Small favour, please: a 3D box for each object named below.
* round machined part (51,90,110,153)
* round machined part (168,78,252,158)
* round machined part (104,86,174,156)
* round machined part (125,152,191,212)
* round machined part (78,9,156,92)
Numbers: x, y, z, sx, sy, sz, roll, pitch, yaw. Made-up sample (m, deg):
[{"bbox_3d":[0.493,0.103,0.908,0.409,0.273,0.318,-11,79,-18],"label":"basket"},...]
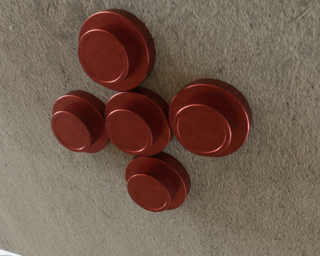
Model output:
[{"bbox_3d":[-0.119,-0.003,0.456,0.098,0.042,0.097,13,124,20],"label":"round machined part"},{"bbox_3d":[0.054,-0.005,0.365,0.098,0.042,0.097,13,124,20],"label":"round machined part"},{"bbox_3d":[-0.032,-0.003,0.411,0.098,0.042,0.097,13,124,20],"label":"round machined part"},{"bbox_3d":[-0.008,0.083,0.451,0.098,0.042,0.097,13,124,20],"label":"round machined part"},{"bbox_3d":[-0.058,-0.089,0.372,0.098,0.042,0.097,13,124,20],"label":"round machined part"}]
